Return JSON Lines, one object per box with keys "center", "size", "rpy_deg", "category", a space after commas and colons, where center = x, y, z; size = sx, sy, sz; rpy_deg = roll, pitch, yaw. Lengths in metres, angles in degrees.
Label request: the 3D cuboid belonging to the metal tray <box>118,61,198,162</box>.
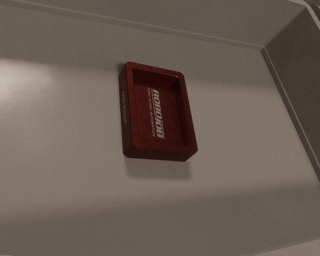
{"center": [-0.005, -0.022, 0.414], "size": [0.091, 0.030, 0.130], "rpy_deg": [7, 59, -25], "category": "metal tray"}
